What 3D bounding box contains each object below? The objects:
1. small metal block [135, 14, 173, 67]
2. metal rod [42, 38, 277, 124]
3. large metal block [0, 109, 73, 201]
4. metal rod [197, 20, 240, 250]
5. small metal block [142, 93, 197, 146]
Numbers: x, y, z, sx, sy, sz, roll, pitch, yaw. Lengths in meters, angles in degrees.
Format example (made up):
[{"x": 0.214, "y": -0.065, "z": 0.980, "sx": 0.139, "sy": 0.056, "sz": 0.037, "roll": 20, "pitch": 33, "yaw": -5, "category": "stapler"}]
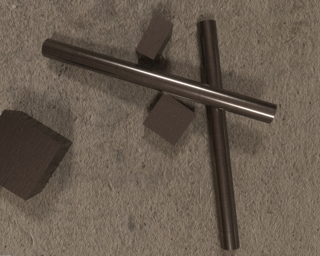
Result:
[{"x": -0.007, "y": -0.110, "z": 0.397, "sx": 0.025, "sy": 0.050, "sz": 0.050, "roll": 29, "pitch": 90, "yaw": 0, "category": "small metal block"}, {"x": -0.006, "y": -0.061, "z": 0.393, "sx": 0.301, "sy": 0.025, "sz": 0.025, "roll": 17, "pitch": 90, "yaw": 6, "category": "metal rod"}, {"x": -0.173, "y": 0.032, "z": 0.395, "sx": 0.080, "sy": 0.050, "sz": 0.080, "roll": 32, "pitch": 90, "yaw": -1, "category": "large metal block"}, {"x": 0.077, "y": 0.009, "z": 0.411, "sx": 0.025, "sy": 0.025, "sz": 0.298, "roll": -6, "pitch": 90, "yaw": -1, "category": "metal rod"}, {"x": 0.012, "y": -0.011, "z": 0.410, "sx": 0.050, "sy": 0.025, "sz": 0.050, "roll": 35, "pitch": 90, "yaw": -1, "category": "small metal block"}]
